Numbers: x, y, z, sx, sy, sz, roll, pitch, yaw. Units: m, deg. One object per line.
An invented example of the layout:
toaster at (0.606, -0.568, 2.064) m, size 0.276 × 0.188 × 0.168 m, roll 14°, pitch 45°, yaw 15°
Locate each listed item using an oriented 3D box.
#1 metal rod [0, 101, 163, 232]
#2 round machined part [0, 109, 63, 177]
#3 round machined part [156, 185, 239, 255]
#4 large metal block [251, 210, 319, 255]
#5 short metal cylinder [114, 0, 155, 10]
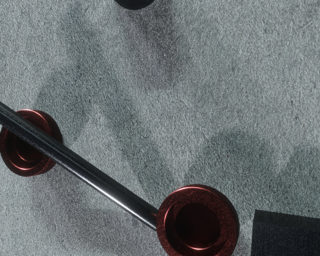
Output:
metal rod at (-0.124, 0.042, 0.416) m, size 0.301 × 0.025 × 0.025 m, roll 34°, pitch 101°, yaw 2°
round machined part at (-0.188, 0.022, 0.466) m, size 0.098 × 0.042 × 0.097 m, roll 0°, pitch 90°, yaw 20°
round machined part at (0.048, 0.118, 0.383) m, size 0.098 × 0.042 × 0.097 m, roll 0°, pitch 90°, yaw 19°
large metal block at (0.144, 0.142, 0.345) m, size 0.080 × 0.050 × 0.079 m, roll 4°, pitch 91°, yaw 20°
short metal cylinder at (-0.041, -0.205, 0.410) m, size 0.080 × 0.050 × 0.079 m, roll 0°, pitch 90°, yaw 20°
